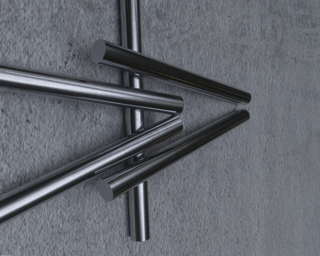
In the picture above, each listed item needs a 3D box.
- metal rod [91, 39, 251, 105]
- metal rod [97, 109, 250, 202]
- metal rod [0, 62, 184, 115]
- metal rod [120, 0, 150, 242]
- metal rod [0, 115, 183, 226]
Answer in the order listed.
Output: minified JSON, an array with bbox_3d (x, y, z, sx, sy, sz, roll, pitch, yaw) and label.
[{"bbox_3d":[0.041,-0.064,0.422,0.302,0.025,0.025,7,86,-46],"label":"metal rod"},{"bbox_3d":[0.043,0.022,0.424,0.302,0.025,0.025,-23,105,-44],"label":"metal rod"},{"bbox_3d":[-0.102,-0.041,0.304,0.302,0.025,0.025,6,86,-34],"label":"metal rod"},{"bbox_3d":[-0.031,-0.012,0.382,0.025,0.025,0.298,-4,93,-40],"label":"metal rod"},{"bbox_3d":[-0.095,0.051,0.309,0.302,0.025,0.025,-26,107,-32],"label":"metal rod"}]
